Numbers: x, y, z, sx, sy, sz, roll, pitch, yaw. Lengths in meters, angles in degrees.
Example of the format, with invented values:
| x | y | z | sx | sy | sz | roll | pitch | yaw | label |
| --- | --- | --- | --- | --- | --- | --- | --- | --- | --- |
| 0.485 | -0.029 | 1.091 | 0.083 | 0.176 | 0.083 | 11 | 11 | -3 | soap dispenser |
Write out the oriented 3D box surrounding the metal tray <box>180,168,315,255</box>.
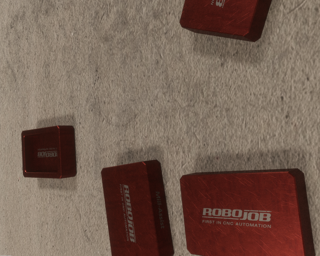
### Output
| x | y | z | sx | sy | sz | roll | pitch | yaw | label |
| --- | --- | --- | --- | --- | --- | --- | --- | --- | --- |
| 0.086 | 0.092 | 0.330 | 0.130 | 0.030 | 0.089 | -9 | 84 | 39 | metal tray |

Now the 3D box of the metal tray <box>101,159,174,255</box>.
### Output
| x | y | z | sx | sy | sz | roll | pitch | yaw | label |
| --- | --- | --- | --- | --- | --- | --- | --- | --- | --- |
| -0.034 | 0.114 | 0.428 | 0.090 | 0.030 | 0.129 | -14 | 81 | 38 | metal tray |

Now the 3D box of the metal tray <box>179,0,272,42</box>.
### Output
| x | y | z | sx | sy | sz | roll | pitch | yaw | label |
| --- | --- | --- | --- | --- | --- | --- | --- | --- | --- |
| 0.079 | -0.166 | 0.335 | 0.090 | 0.030 | 0.129 | 23 | 104 | 37 | metal tray |

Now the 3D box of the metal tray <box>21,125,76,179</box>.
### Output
| x | y | z | sx | sy | sz | roll | pitch | yaw | label |
| --- | --- | --- | --- | --- | --- | --- | --- | --- | --- |
| -0.207 | 0.045 | 0.568 | 0.130 | 0.030 | 0.089 | -6 | 86 | 39 | metal tray |
